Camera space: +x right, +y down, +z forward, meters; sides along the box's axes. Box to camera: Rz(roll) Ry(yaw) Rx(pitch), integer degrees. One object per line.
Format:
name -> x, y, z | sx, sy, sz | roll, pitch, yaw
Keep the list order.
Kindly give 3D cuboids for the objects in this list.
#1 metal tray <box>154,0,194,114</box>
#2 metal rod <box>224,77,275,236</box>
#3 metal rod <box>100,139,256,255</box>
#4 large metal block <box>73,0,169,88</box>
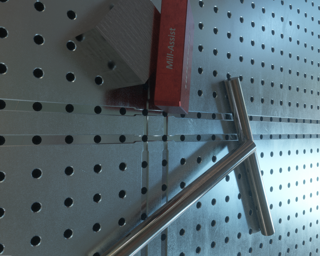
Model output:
metal tray -> 0.021, -0.087, 0.392 | 0.090, 0.030, 0.129 | 21, 73, -78
metal rod -> 0.160, 0.058, 0.546 | 0.025, 0.025, 0.298 | -28, 108, -37
metal rod -> 0.041, 0.096, 0.435 | 0.302, 0.025, 0.025 | -31, 110, -32
large metal block -> -0.038, -0.106, 0.363 | 0.080, 0.050, 0.080 | 47, 62, -30
